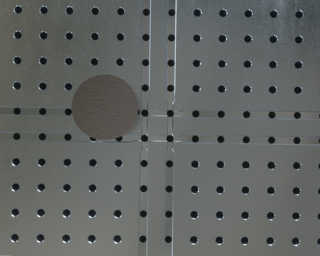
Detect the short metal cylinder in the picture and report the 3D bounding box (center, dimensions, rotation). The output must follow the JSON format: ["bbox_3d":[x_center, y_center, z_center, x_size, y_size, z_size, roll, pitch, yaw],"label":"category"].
[{"bbox_3d":[-0.067,-0.025,0.400,0.080,0.050,0.080,0,90,0],"label":"short metal cylinder"}]
